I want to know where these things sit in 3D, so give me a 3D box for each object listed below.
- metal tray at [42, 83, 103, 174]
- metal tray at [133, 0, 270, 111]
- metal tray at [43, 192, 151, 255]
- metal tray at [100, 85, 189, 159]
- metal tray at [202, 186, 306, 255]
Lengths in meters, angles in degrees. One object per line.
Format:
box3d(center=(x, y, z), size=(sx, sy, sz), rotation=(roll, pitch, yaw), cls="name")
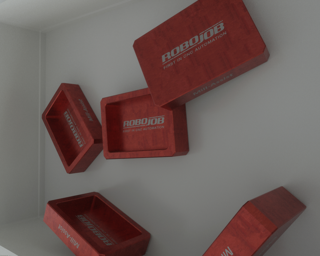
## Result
box3d(center=(-0.147, 0.000, 0.521), size=(0.090, 0.030, 0.130), rotation=(-47, 62, 29), cls="metal tray")
box3d(center=(0.042, -0.087, 0.347), size=(0.130, 0.030, 0.090), rotation=(-26, 73, 21), cls="metal tray")
box3d(center=(-0.090, 0.140, 0.435), size=(0.130, 0.091, 0.030), rotation=(26, 107, 36), cls="metal tray")
box3d(center=(-0.025, -0.005, 0.422), size=(0.130, 0.030, 0.089), rotation=(-7, 86, 39), cls="metal tray")
box3d(center=(0.077, 0.119, 0.299), size=(0.030, 0.091, 0.129), rotation=(44, 116, 31), cls="metal tray")
